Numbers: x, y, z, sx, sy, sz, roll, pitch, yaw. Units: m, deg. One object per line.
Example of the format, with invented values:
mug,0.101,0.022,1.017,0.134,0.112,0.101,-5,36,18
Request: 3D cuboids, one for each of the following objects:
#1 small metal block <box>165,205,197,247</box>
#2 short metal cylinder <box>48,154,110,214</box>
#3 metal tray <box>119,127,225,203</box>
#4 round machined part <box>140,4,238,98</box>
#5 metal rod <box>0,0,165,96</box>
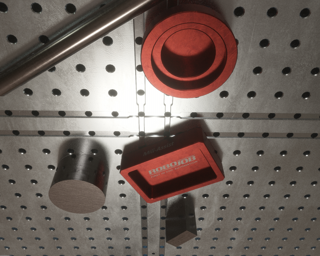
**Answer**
small metal block,0.036,0.172,0.542,0.025,0.050,0.050,35,122,-26
short metal cylinder,-0.119,0.084,0.465,0.081,0.050,0.079,0,130,0
metal tray,0.018,0.059,0.459,0.130,0.030,0.090,-22,127,17
round machined part,0.029,-0.083,0.330,0.099,0.042,0.097,-1,130,0
metal rod,-0.062,-0.107,0.319,0.300,0.025,0.025,-24,126,19
